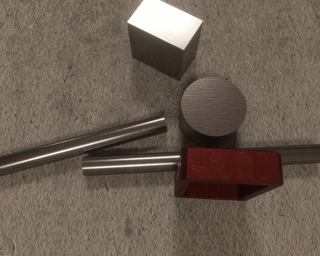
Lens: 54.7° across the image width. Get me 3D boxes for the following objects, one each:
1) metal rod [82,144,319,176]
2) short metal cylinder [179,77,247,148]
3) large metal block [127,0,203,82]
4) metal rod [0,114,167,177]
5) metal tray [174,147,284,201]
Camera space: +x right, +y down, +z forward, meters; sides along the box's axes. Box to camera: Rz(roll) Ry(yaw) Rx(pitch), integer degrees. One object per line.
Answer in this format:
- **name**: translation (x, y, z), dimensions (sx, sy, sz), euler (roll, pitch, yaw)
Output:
- **metal rod**: translation (0.056, 0.040, 0.394), dimensions (0.302, 0.025, 0.025), euler (-3, 70, -2)
- **short metal cylinder**: translation (0.066, -0.019, 0.403), dimensions (0.081, 0.050, 0.080), euler (0, 70, 0)
- **large metal block**: translation (0.006, -0.119, 0.423), dimensions (0.080, 0.080, 0.050), euler (29, 73, 9)
- **metal rod**: translation (-0.139, 0.032, 0.394), dimensions (0.302, 0.025, 0.025), euler (-15, 71, -6)
- **metal tray**: translation (0.064, 0.054, 0.333), dimensions (0.091, 0.130, 0.030), euler (3, 70, 1)
